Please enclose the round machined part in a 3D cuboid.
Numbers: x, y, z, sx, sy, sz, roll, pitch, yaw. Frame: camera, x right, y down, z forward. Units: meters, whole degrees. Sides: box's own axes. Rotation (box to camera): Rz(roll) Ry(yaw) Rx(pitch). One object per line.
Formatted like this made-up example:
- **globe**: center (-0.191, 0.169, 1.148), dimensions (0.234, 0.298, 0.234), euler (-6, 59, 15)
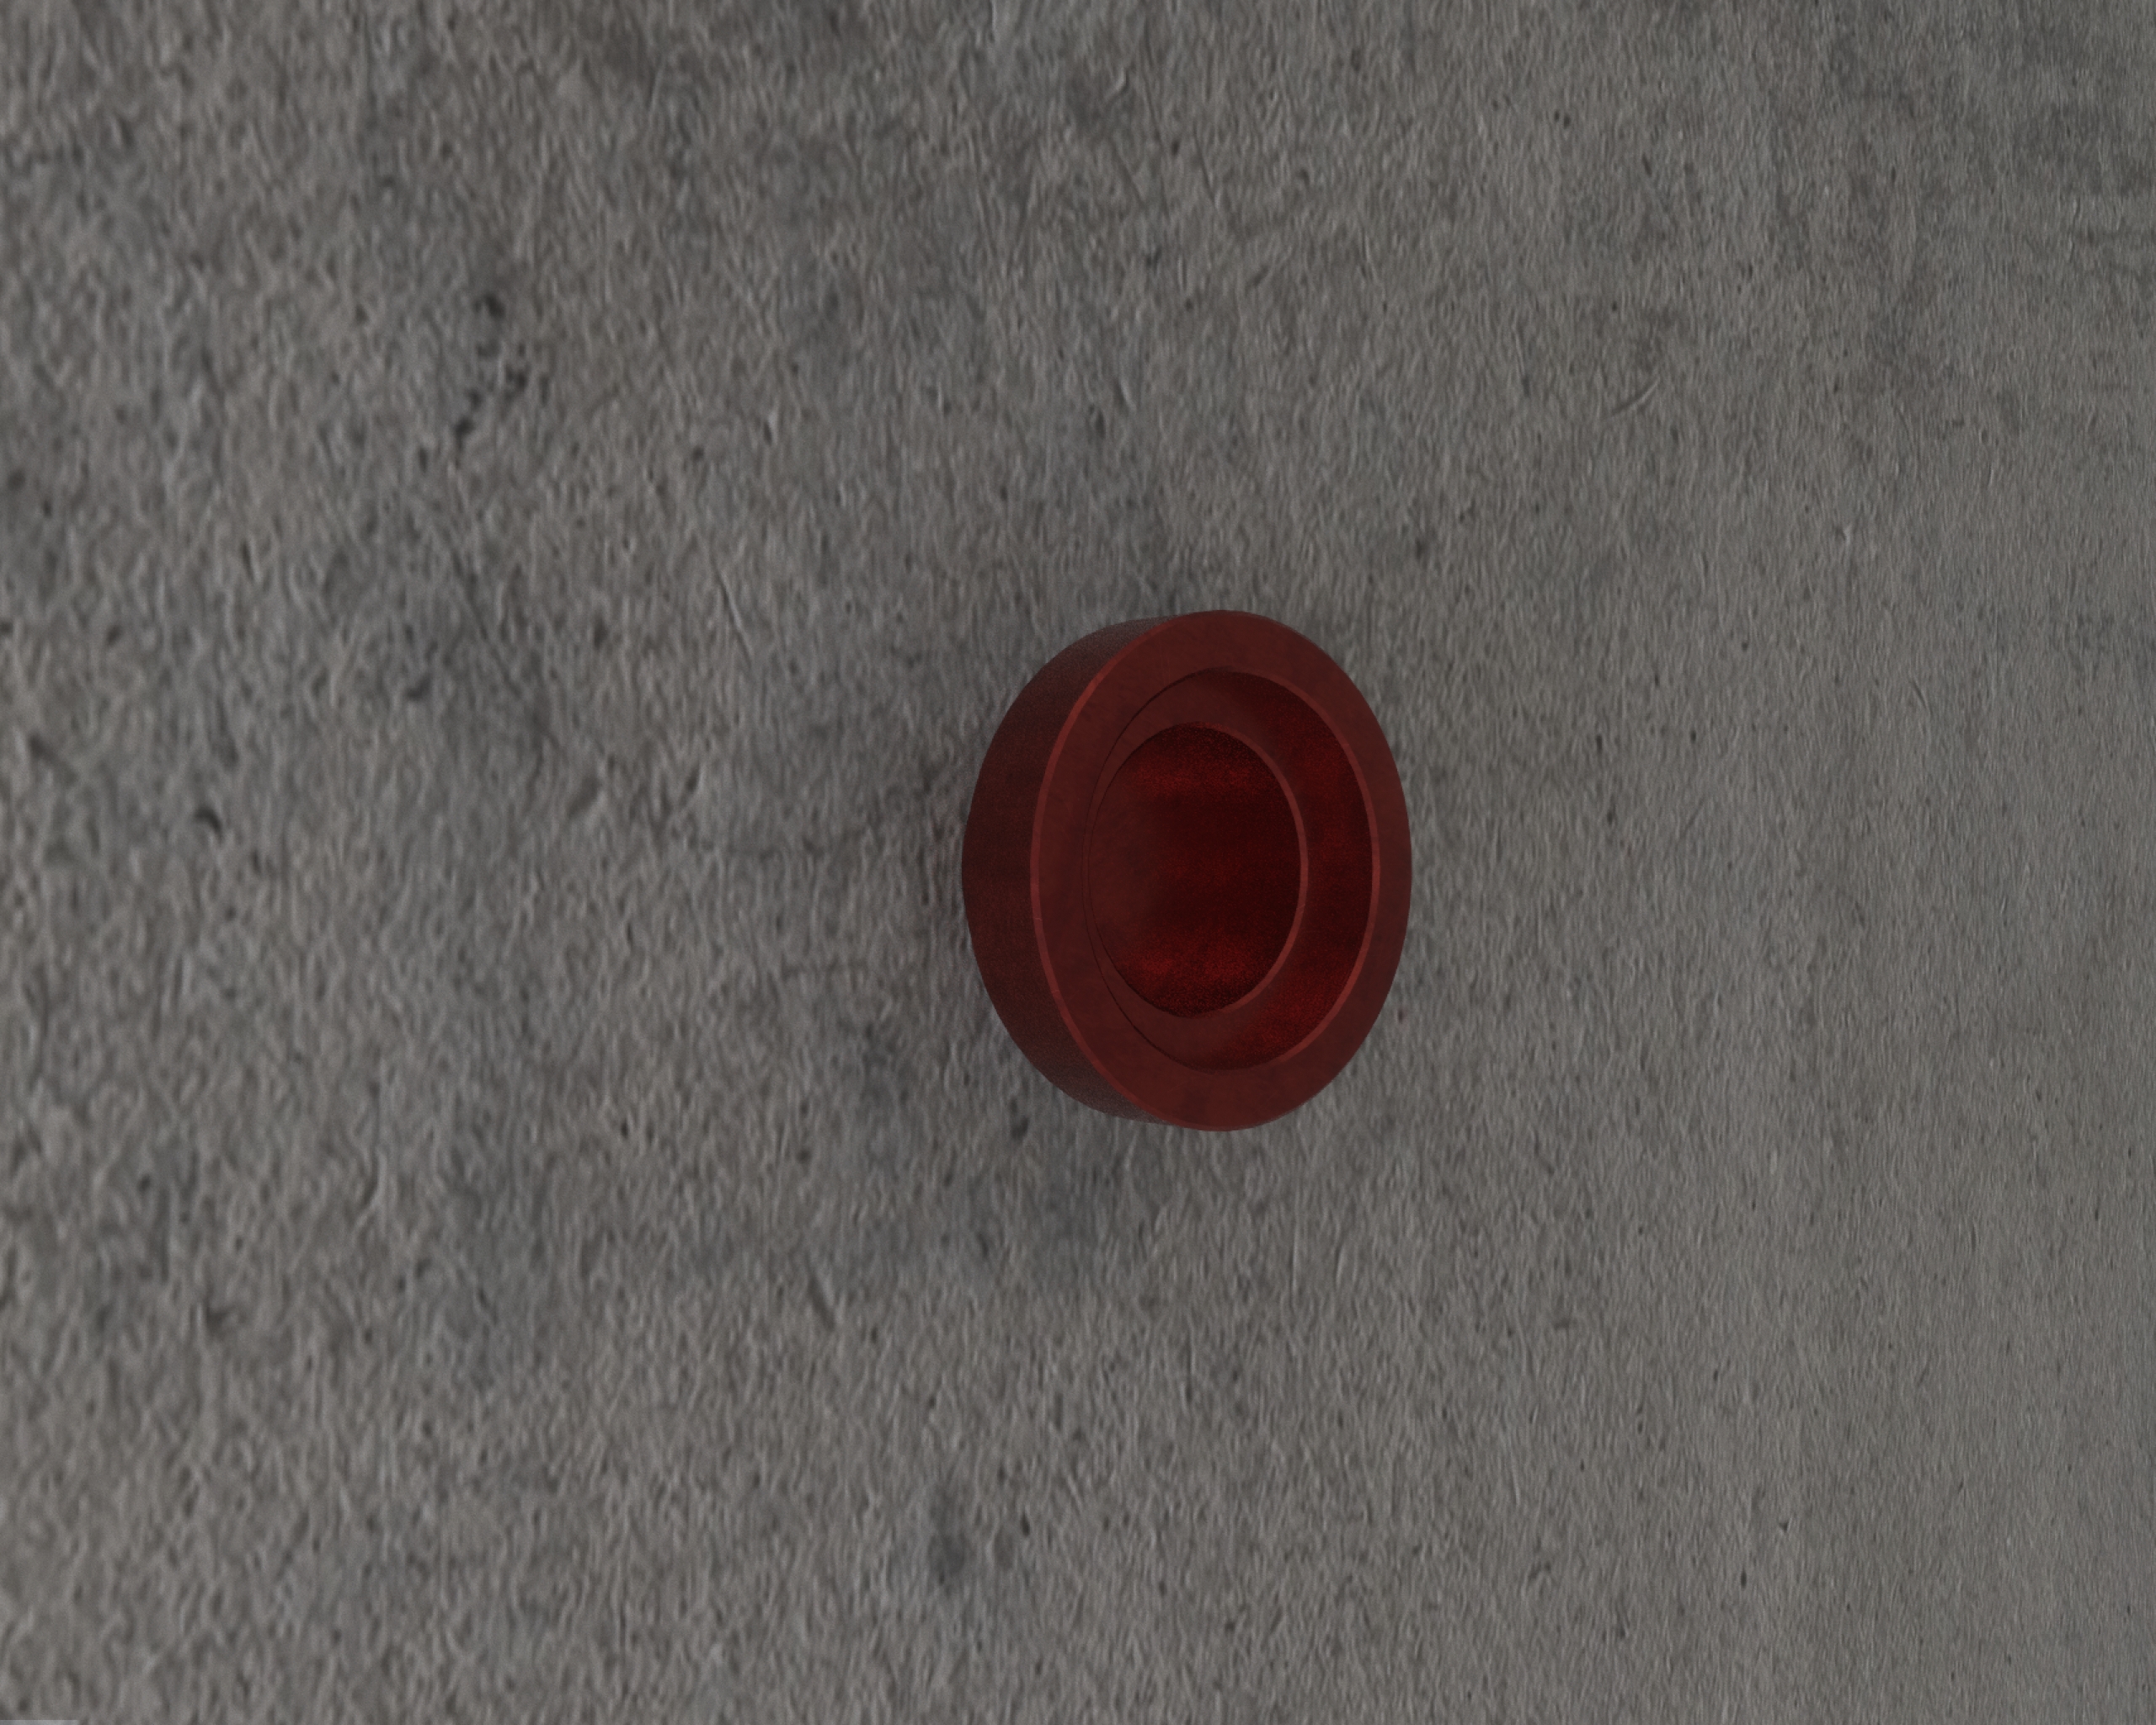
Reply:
- **round machined part**: center (0.017, 0.001, 0.407), dimensions (0.099, 0.042, 0.097), euler (0, 90, -40)
